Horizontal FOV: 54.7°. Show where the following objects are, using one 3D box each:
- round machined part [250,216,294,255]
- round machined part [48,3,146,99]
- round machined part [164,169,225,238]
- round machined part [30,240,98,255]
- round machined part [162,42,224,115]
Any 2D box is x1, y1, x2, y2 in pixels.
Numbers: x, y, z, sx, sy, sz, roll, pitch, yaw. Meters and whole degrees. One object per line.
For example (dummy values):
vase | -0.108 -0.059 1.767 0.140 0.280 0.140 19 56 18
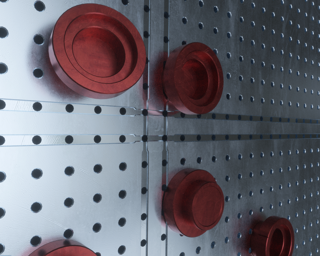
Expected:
round machined part | 0.205 0.211 0.574 0.099 0.042 0.097 0 90 -40
round machined part | -0.068 -0.078 0.332 0.099 0.042 0.098 7 76 -28
round machined part | 0.056 0.109 0.448 0.099 0.042 0.097 0 90 -40
round machined part | -0.099 0.170 0.317 0.099 0.042 0.097 0 90 -40
round machined part | 0.042 -0.067 0.435 0.099 0.042 0.097 0 90 -40
